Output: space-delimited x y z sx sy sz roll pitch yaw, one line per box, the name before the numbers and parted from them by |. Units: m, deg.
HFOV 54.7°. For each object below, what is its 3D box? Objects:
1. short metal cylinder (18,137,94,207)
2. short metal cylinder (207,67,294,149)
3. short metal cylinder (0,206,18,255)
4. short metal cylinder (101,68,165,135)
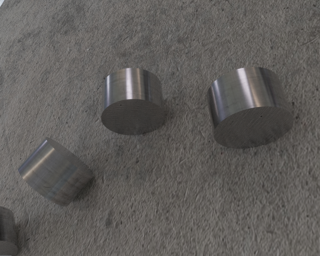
short metal cylinder | -0.134 0.057 0.404 0.080 0.080 0.050 35 82 38
short metal cylinder | 0.094 -0.019 0.331 0.080 0.080 0.050 -17 55 18
short metal cylinder | -0.231 0.145 0.401 0.080 0.080 0.050 -34 52 6
short metal cylinder | -0.036 -0.033 0.408 0.080 0.080 0.050 -18 55 18
